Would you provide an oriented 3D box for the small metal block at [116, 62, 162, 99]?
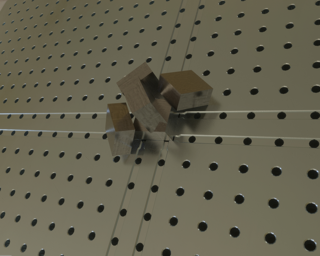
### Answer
[{"bbox_3d":[-0.025,-0.057,0.442,0.050,0.050,0.025,-35,51,5],"label":"small metal block"}]

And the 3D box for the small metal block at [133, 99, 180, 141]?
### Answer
[{"bbox_3d":[-0.005,-0.012,0.419,0.050,0.025,0.050,1,62,27],"label":"small metal block"}]

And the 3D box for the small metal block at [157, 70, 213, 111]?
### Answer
[{"bbox_3d":[0.032,-0.051,0.406,0.050,0.025,0.050,-13,44,-29],"label":"small metal block"}]

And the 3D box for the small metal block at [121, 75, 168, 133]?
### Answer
[{"bbox_3d":[-0.020,-0.029,0.389,0.025,0.050,0.050,-31,52,8],"label":"small metal block"}]

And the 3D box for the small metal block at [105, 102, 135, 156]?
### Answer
[{"bbox_3d":[-0.055,0.002,0.417,0.025,0.050,0.050,-6,50,-20],"label":"small metal block"}]
